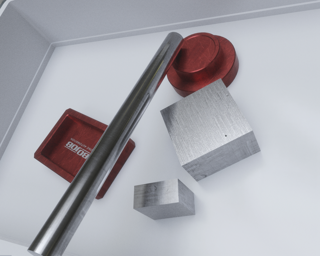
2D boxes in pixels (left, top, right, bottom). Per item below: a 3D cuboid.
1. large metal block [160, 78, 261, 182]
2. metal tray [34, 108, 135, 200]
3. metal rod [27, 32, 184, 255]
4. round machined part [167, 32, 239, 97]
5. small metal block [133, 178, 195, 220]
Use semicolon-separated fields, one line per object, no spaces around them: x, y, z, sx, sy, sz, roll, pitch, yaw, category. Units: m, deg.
0.056;0.003;0.358;0.080;0.050;0.080;-28;52;10;large metal block
-0.109;0.031;0.438;0.130;0.030;0.090;22;73;35;metal tray
-0.035;-0.009;0.325;0.025;0.025;0.301;3;48;29;metal rod
0.054;-0.090;0.421;0.098;0.042;0.098;-13;56;20;round machined part
0.006;0.079;0.337;0.050;0.050;0.025;-14;56;20;small metal block
